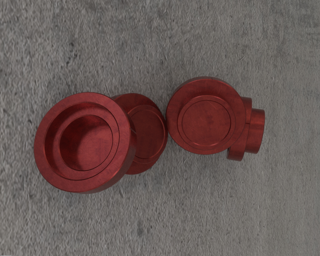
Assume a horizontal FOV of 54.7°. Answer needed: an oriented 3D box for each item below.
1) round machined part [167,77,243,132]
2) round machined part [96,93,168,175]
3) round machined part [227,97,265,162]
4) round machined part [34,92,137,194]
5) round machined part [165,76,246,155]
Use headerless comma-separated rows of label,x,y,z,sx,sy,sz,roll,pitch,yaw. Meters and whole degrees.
round machined part,0.059,-0.022,0.420,0.042,0.098,0.097,-74,147,-71
round machined part,-0.029,0.007,0.369,0.099,0.042,0.097,0,90,-40
round machined part,0.130,0.003,0.468,0.098,0.042,0.097,8,91,-80
round machined part,-0.070,0.017,0.311,0.042,0.098,0.098,54,50,-70
round machined part,0.056,-0.012,0.379,0.042,0.098,0.097,-74,147,-71
